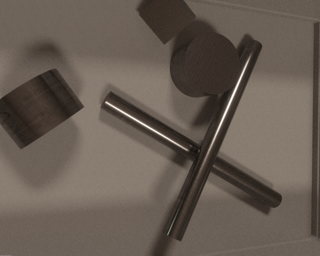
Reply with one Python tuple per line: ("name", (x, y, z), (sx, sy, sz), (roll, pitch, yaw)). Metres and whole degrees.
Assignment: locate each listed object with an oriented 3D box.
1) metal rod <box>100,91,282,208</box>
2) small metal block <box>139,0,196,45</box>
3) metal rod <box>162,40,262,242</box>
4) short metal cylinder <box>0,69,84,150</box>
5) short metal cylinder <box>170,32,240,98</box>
("metal rod", (0.055, 0.038, 0.432), (0.301, 0.025, 0.025), (31, 80, -18))
("small metal block", (0.010, -0.146, 0.400), (0.050, 0.025, 0.050), (-35, 106, 28))
("metal rod", (0.078, 0.003, 0.418), (0.025, 0.025, 0.300), (32, 71, -18))
("short metal cylinder", (-0.130, -0.021, 0.333), (0.080, 0.080, 0.050), (-37, 103, -16))
("short metal cylinder", (0.060, -0.083, 0.421), (0.081, 0.050, 0.079), (0, 90, -21))
